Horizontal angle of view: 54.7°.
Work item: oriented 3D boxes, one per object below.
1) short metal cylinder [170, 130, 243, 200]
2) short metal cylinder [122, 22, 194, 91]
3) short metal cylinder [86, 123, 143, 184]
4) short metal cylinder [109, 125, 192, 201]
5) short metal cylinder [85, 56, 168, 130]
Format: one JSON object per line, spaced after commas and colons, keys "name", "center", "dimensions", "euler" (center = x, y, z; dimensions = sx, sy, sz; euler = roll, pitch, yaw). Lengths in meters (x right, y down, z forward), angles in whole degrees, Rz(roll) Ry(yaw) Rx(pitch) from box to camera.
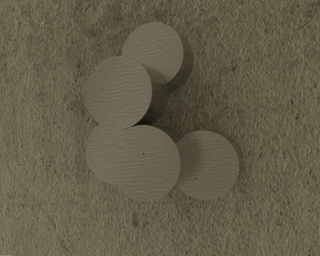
{"name": "short metal cylinder", "center": [0.058, 0.042, 0.376], "dimensions": [0.080, 0.050, 0.080], "euler": [0, 90, 20]}
{"name": "short metal cylinder", "center": [-0.002, -0.088, 0.398], "dimensions": [0.080, 0.050, 0.080], "euler": [0, 90, 20]}
{"name": "short metal cylinder", "center": [-0.051, 0.031, 0.415], "dimensions": [0.080, 0.050, 0.080], "euler": [0, 90, 20]}
{"name": "short metal cylinder", "center": [-0.009, 0.036, 0.346], "dimensions": [0.080, 0.050, 0.080], "euler": [0, 90, 19]}
{"name": "short metal cylinder", "center": [-0.037, -0.038, 0.356], "dimensions": [0.080, 0.050, 0.080], "euler": [0, 90, 20]}
